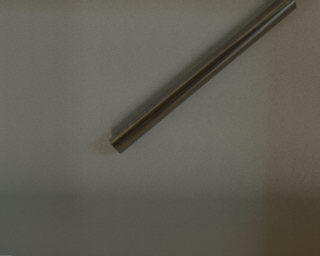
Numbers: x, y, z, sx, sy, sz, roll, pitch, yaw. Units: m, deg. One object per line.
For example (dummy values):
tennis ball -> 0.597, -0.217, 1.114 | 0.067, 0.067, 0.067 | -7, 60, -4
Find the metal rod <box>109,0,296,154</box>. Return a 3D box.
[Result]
metal rod -> 0.056, -0.071, 0.411 | 0.300, 0.025, 0.025 | -40, 90, 0
